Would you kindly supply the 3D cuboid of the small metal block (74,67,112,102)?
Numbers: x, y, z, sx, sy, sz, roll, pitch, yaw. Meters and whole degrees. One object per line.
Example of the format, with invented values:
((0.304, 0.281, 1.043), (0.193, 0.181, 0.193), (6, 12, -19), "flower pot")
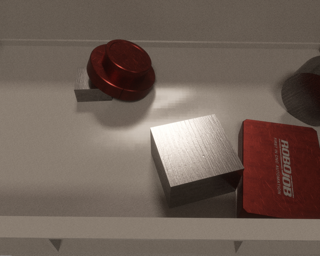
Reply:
((-0.097, -0.066, 0.459), (0.050, 0.025, 0.050), (-3, 50, -3), "small metal block")

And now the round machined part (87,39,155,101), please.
((-0.051, -0.089, 0.445), (0.099, 0.042, 0.098), (17, 46, -18), "round machined part")

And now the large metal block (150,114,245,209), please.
((0.038, 0.037, 0.359), (0.081, 0.050, 0.080), (-12, 51, -11), "large metal block")

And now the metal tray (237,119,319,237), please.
((0.139, 0.052, 0.360), (0.090, 0.030, 0.130), (8, 50, 6), "metal tray")

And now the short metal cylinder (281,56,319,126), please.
((0.213, -0.050, 0.414), (0.080, 0.080, 0.050), (37, 59, 26), "short metal cylinder")
